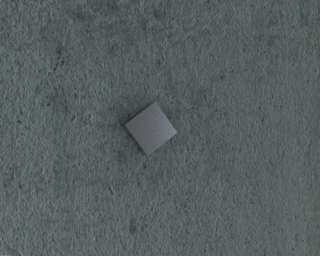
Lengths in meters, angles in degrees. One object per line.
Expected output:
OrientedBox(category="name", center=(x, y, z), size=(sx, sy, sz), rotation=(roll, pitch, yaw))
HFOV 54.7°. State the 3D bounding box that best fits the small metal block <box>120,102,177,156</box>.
OrientedBox(category="small metal block", center=(-0.015, 0.001, 0.406), size=(0.050, 0.025, 0.050), rotation=(-39, 103, -16))
